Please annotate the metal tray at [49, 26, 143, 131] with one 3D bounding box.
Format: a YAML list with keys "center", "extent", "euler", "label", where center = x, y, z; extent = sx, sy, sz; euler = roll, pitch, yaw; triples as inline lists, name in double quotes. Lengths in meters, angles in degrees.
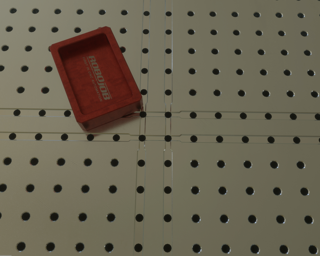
- center: [-0.089, -0.072, 0.434]
  extent: [0.091, 0.030, 0.130]
  euler: [-22, 72, -8]
  label: "metal tray"
